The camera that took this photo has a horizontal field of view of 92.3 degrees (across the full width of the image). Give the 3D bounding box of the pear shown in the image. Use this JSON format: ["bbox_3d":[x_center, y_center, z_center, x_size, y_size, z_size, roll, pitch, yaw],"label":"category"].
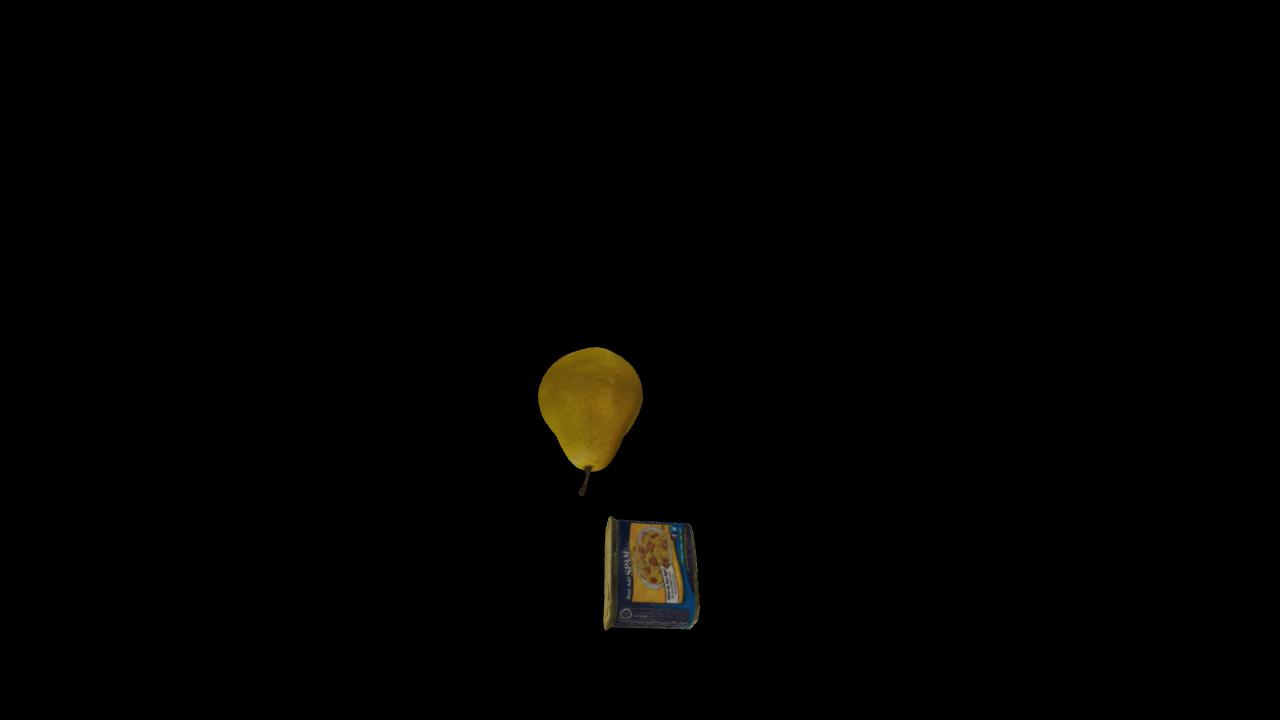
[{"bbox_3d":[-0.033,0.044,0.455,0.080,0.111,0.080,-8,-43,-8],"label":"pear"}]

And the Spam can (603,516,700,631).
[{"bbox_3d":[0.009,0.208,0.600,0.085,0.101,0.058,4,-40,-8],"label":"Spam can"}]
